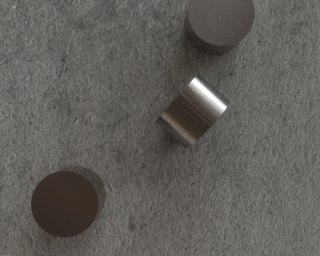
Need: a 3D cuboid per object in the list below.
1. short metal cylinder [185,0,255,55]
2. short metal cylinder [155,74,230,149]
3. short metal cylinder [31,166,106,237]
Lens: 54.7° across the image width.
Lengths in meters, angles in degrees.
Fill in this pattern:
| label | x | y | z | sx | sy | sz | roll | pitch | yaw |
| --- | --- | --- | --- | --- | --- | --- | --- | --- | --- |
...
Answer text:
| label | x | y | z | sx | sy | sz | roll | pitch | yaw |
| --- | --- | --- | --- | --- | --- | --- | --- | --- | --- |
| short metal cylinder | 0.074 | -0.139 | 0.398 | 0.081 | 0.050 | 0.079 | 0 | 90 | -1 |
| short metal cylinder | 0.039 | -0.020 | 0.383 | 0.050 | 0.080 | 0.080 | 42 | 90 | -1 |
| short metal cylinder | -0.114 | 0.091 | 0.396 | 0.081 | 0.050 | 0.079 | 0 | 90 | -1 |
